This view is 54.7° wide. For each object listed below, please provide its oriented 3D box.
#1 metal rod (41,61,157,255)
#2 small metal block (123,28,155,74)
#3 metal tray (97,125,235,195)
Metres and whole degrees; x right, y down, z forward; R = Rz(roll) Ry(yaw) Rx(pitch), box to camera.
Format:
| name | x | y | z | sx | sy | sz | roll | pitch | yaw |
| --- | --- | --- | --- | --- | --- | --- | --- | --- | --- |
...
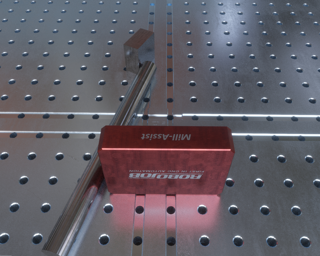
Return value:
| name | x | y | z | sx | sy | sz | roll | pitch | yaw |
| --- | --- | --- | --- | --- | --- | --- | --- | --- | --- |
| metal rod | -0.060 | 0.014 | 0.394 | 0.025 | 0.025 | 0.300 | 13 | 51 | 11 |
| small metal block | -0.032 | -0.122 | 0.493 | 0.025 | 0.050 | 0.050 | 22 | 54 | 17 |
| metal tray | 0.006 | 0.037 | 0.333 | 0.131 | 0.090 | 0.030 | 0 | 50 | 0 |
